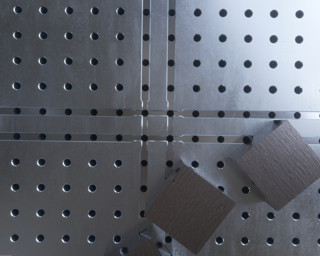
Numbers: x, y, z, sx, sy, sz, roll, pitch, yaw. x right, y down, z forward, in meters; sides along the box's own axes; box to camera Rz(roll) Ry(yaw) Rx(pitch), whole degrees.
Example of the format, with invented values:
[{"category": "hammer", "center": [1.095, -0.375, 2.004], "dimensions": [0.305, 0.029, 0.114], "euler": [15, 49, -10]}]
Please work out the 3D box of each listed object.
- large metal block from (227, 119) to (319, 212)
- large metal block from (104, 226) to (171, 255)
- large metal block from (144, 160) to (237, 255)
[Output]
[{"category": "large metal block", "center": [0.149, 0.045, 0.402], "dimensions": [0.080, 0.050, 0.080], "euler": [-39, 90, 0]}, {"category": "large metal block", "center": [-0.023, 0.189, 0.401], "dimensions": [0.080, 0.050, 0.080], "euler": [-32, 90, 0]}, {"category": "large metal block", "center": [0.037, 0.099, 0.401], "dimensions": [0.080, 0.050, 0.080], "euler": [37, 90, 0]}]
